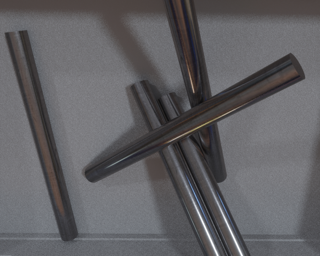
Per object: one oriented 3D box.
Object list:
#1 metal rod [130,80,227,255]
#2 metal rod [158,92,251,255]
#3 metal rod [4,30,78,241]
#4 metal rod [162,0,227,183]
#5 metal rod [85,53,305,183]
[{"bbox_3d":[0.034,0.080,0.378,0.025,0.025,0.299,-25,84,8],"label":"metal rod"},{"bbox_3d":[0.069,0.095,0.380,0.025,0.025,0.299,-25,83,8],"label":"metal rod"},{"bbox_3d":[-0.154,0.024,0.418,0.025,0.025,0.298,-6,110,2],"label":"metal rod"},{"bbox_3d":[0.044,-0.032,0.335,0.025,0.025,0.299,-16,135,5],"label":"metal rod"},{"bbox_3d":[0.010,0.007,0.347,0.299,0.025,0.025,-29,110,37],"label":"metal rod"}]
